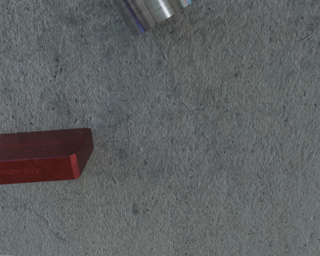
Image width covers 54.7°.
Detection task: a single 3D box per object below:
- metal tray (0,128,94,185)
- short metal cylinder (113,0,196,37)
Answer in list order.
[{"bbox_3d":[-0.157,0.033,0.385,0.131,0.090,0.030,-4,110,1],"label":"metal tray"},{"bbox_3d":[-0.006,-0.140,0.329,0.080,0.080,0.050,-29,108,10],"label":"short metal cylinder"}]
